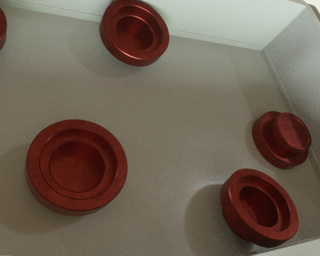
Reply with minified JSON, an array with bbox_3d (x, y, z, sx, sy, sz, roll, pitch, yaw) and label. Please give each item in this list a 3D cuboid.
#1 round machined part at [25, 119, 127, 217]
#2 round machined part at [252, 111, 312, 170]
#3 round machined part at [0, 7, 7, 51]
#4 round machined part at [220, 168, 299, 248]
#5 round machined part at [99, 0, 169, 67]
[{"bbox_3d":[-0.087,0.043,0.322,0.099,0.042,0.098,14,56,-21],"label":"round machined part"},{"bbox_3d":[0.201,0.014,0.498,0.099,0.042,0.098,14,56,-21],"label":"round machined part"},{"bbox_3d":[-0.224,-0.108,0.340,0.099,0.042,0.098,14,56,-21],"label":"round machined part"},{"bbox_3d":[0.118,0.103,0.389,0.099,0.042,0.098,17,42,-16],"label":"round machined part"},{"bbox_3d":[-0.039,-0.132,0.449,0.099,0.042,0.098,9,68,-23],"label":"round machined part"}]
